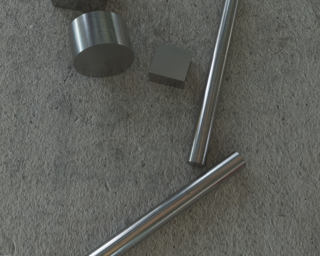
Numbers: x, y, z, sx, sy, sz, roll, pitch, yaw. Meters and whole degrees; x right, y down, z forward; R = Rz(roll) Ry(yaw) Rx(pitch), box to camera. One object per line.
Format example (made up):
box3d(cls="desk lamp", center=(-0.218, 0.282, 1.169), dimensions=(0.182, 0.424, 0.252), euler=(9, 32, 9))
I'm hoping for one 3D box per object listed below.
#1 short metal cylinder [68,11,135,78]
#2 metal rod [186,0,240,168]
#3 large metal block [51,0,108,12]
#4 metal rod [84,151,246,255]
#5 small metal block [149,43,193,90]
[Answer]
box3d(cls="short metal cylinder", center=(-0.079, -0.110, 0.418), dimensions=(0.081, 0.080, 0.050), euler=(-12, 71, -5))
box3d(cls="metal rod", center=(0.082, -0.090, 0.441), dimensions=(0.025, 0.025, 0.299), euler=(14, 70, 4))
box3d(cls="large metal block", center=(-0.120, -0.229, 0.477), dimensions=(0.080, 0.050, 0.080), euler=(12, 70, 4))
box3d(cls="metal rod", center=(-0.023, 0.119, 0.364), dimensions=(0.301, 0.025, 0.025), euler=(-33, 74, -12))
box3d(cls="small metal block", center=(0.016, -0.088, 0.440), dimensions=(0.050, 0.025, 0.050), euler=(15, 71, 5))
